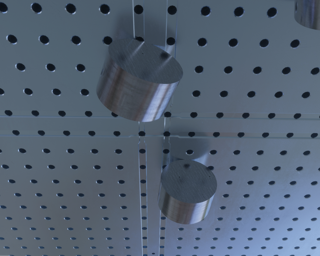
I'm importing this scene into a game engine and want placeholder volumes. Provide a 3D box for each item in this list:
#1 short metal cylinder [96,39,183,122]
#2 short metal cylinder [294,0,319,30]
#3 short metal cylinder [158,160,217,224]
[{"bbox_3d":[-0.022,-0.052,0.331,0.081,0.080,0.050,16,128,-14],"label":"short metal cylinder"},{"bbox_3d":[0.161,-0.127,0.270,0.080,0.080,0.050,-11,129,9],"label":"short metal cylinder"},{"bbox_3d":[0.039,0.093,0.455,0.081,0.080,0.050,4,130,-4],"label":"short metal cylinder"}]
